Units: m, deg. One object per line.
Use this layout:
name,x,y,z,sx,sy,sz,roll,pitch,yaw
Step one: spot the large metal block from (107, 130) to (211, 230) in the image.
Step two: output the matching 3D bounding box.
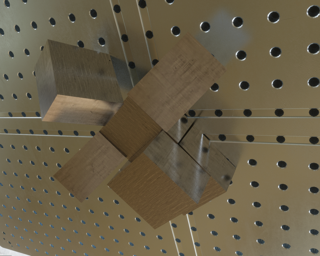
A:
large metal block,-0.002,0.062,0.369,0.080,0.050,0.080,44,128,-4

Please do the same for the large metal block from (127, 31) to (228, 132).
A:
large metal block,0.015,-0.043,0.322,0.050,0.080,0.080,44,89,-2

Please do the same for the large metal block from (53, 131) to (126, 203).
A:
large metal block,-0.096,0.054,0.440,0.050,0.080,0.080,45,171,-2

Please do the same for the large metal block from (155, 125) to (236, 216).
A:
large metal block,0.038,0.057,0.410,0.080,0.050,0.080,46,128,-2

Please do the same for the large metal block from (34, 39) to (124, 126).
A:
large metal block,-0.099,-0.052,0.377,0.050,0.081,0.080,-44,54,39

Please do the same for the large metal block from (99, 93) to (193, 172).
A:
large metal block,-0.019,-0.001,0.405,0.080,0.050,0.080,44,129,-2
